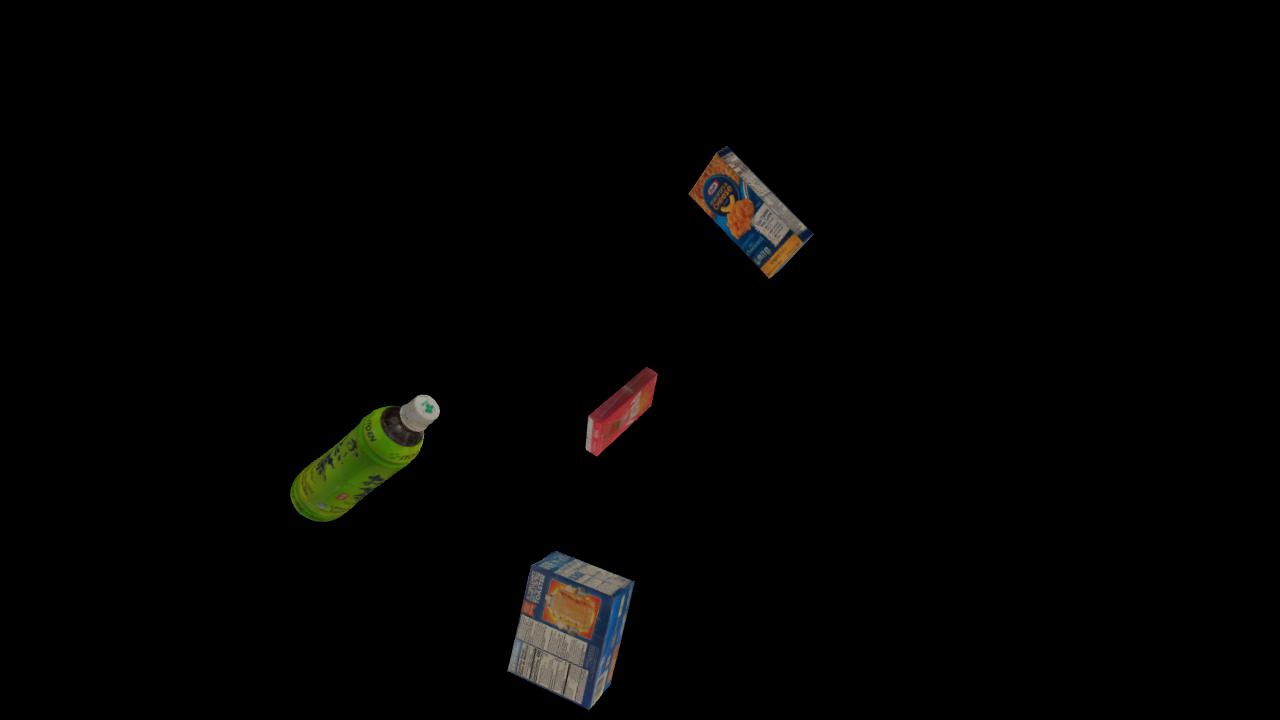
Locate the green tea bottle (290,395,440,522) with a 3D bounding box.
[{"bbox_3d":[-0.295,0.102,0.671,0.212,0.073,0.073,-37,-17,23],"label":"green tea bottle"}]

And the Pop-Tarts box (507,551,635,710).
[{"bbox_3d":[-0.102,0.396,0.917,0.141,0.167,0.083,13,2,20],"label":"Pop-Tarts box"}]

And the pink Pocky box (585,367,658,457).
[{"bbox_3d":[-0.029,0.083,1.015,0.029,0.084,0.155,31,47,21],"label":"pink Pocky box"}]

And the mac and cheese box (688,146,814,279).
[{"bbox_3d":[0.164,-0.220,0.924,0.041,0.184,0.093,-39,-7,-36],"label":"mac and cheese box"}]
